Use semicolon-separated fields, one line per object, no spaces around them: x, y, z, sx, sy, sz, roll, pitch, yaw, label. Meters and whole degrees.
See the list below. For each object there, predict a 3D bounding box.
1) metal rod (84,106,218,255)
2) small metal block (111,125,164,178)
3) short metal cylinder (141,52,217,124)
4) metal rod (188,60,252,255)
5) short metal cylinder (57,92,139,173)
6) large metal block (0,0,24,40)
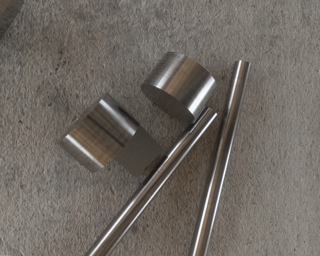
-0.023;0.090;0.401;0.025;0.025;0.300;43;76;-15;metal rod
-0.033;0.027;0.397;0.050;0.025;0.050;-46;105;-14;small metal block
0.023;-0.049;0.389;0.080;0.080;0.050;38;78;-16;short metal cylinder
0.085;0.050;0.440;0.025;0.025;0.299;16;84;-20;metal rod
-0.070;0.005;0.354;0.050;0.080;0.080;44;76;-15;short metal cylinder
-0.202;-0.130;0.321;0.080;0.050;0.080;30;80;-18;large metal block
